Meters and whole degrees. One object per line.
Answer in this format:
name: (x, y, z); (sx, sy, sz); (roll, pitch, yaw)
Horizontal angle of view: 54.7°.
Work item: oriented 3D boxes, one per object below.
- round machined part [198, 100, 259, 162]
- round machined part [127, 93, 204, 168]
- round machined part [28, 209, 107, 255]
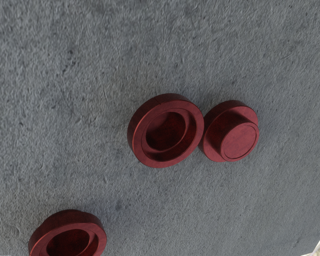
round machined part: (0.107, 0.011, 0.461); (0.099, 0.042, 0.097); (-14, 124, -21)
round machined part: (0.004, 0.000, 0.397); (0.099, 0.042, 0.097); (-14, 124, -21)
round machined part: (-0.126, 0.150, 0.420); (0.099, 0.042, 0.097); (-14, 124, -21)
